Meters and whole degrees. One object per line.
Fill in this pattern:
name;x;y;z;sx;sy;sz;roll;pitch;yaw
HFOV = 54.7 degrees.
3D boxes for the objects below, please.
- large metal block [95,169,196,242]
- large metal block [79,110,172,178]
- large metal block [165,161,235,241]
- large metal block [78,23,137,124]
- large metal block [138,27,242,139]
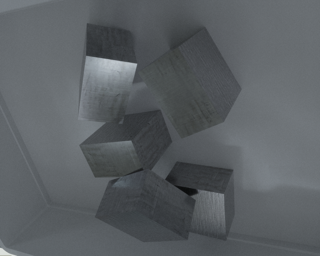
large metal block;-0.017;0.098;0.377;0.080;0.050;0.080;38;141;-27
large metal block;-0.042;0.020;0.406;0.080;0.080;0.050;-6;115;31
large metal block;0.055;0.098;0.423;0.080;0.050;0.079;6;121;25
large metal block;-0.064;-0.063;0.357;0.050;0.080;0.079;6;129;-17
large metal block;0.035;-0.049;0.324;0.050;0.080;0.080;-24;105;36
